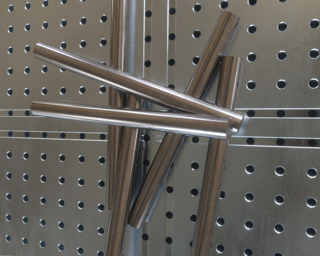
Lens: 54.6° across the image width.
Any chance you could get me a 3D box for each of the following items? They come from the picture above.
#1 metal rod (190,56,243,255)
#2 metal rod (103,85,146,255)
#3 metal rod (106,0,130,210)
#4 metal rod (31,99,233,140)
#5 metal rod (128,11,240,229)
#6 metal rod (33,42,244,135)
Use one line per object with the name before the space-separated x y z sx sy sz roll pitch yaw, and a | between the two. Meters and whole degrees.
metal rod | 0.067 0.062 0.389 0.025 0.025 0.298 10 93 20
metal rod | -0.050 0.091 0.412 0.025 0.025 0.299 7 86 20
metal rod | -0.059 -0.037 0.434 0.025 0.025 0.298 2 91 20
metal rod | -0.057 -0.015 0.402 0.300 0.025 0.025 7 93 29
metal rod | 0.026 -0.004 0.403 0.025 0.025 0.299 27 99 18
metal rod | -0.041 -0.057 0.399 0.300 0.025 0.025 22 98 18
